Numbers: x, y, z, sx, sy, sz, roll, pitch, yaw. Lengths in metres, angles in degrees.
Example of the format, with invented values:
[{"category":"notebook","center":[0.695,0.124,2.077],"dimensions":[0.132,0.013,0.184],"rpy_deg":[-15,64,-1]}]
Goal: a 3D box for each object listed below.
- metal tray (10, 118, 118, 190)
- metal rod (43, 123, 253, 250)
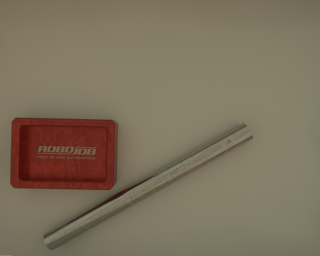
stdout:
[{"category":"metal tray","center":[-0.123,0.033,0.407],"dimensions":[0.131,0.030,0.089],"rpy_deg":[1,90,-1]},{"category":"metal rod","center":[-0.015,0.077,0.411],"dimensions":[0.301,0.025,0.025],"rpy_deg":[-29,90,-1]}]
